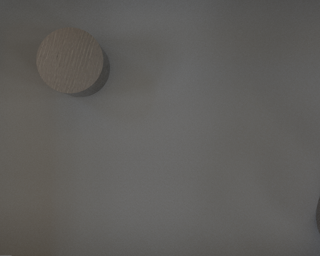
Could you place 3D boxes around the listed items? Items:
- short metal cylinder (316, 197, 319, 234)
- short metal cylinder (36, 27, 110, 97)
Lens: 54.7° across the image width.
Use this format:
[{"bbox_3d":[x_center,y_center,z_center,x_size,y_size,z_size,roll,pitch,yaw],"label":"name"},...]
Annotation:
[{"bbox_3d":[0.241,0.110,0.386,0.050,0.080,0.080,14,90,0],"label":"short metal cylinder"},{"bbox_3d":[-0.109,-0.082,0.398,0.081,0.050,0.080,0,90,0],"label":"short metal cylinder"}]
